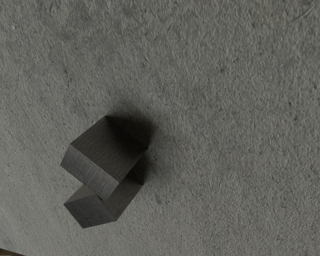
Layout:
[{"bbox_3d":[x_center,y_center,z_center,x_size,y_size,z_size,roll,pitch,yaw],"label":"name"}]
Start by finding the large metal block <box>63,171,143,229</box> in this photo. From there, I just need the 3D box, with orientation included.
[{"bbox_3d":[-0.087,0.104,0.481,0.080,0.080,0.050,-24,105,36],"label":"large metal block"}]

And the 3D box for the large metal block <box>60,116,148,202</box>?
[{"bbox_3d":[-0.077,0.041,0.437,0.080,0.080,0.050,38,129,2],"label":"large metal block"}]
